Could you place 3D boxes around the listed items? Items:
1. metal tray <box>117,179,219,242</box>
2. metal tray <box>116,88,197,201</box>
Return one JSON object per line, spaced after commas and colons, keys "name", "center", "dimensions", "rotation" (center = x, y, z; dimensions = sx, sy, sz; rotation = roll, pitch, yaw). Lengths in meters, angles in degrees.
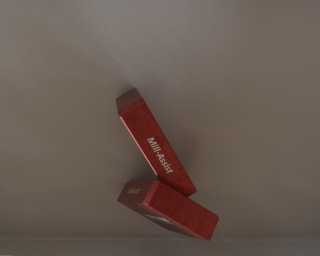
{"name": "metal tray", "center": [0.004, 0.103, 0.398], "dimensions": [0.090, 0.130, 0.030], "rotation": [33, 69, -12]}
{"name": "metal tray", "center": [-0.007, 0.018, 0.381], "dimensions": [0.030, 0.090, 0.130], "rotation": [-31, 108, -1]}
